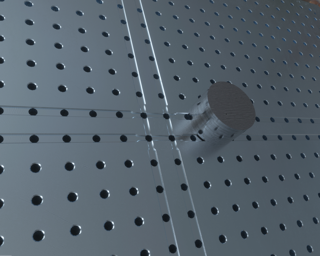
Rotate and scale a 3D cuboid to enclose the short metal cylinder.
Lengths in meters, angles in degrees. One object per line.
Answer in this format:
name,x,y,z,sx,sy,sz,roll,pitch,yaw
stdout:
short metal cylinder,0.091,-0.021,0.453,0.081,0.050,0.080,13,56,-21
